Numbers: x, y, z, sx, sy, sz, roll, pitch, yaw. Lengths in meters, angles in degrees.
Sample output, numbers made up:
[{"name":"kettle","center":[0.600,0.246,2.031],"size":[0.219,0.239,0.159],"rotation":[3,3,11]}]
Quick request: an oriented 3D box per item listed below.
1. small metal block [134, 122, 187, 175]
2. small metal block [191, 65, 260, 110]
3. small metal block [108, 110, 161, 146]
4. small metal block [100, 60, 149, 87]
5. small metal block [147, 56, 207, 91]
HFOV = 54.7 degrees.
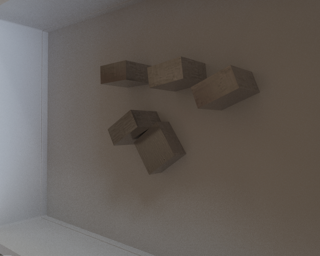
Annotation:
[{"name":"small metal block","center":[-0.001,0.026,0.408],"size":[0.050,0.025,0.050],"rotation":[-41,65,32]},{"name":"small metal block","center":[0.070,-0.041,0.332],"size":[0.050,0.050,0.025],"rotation":[-27,73,37]},{"name":"small metal block","center":[-0.033,0.000,0.418],"size":[0.050,0.050,0.025],"rotation":[-37,67,34]},{"name":"small metal block","center":[-0.046,-0.073,0.429],"size":[0.050,0.050,0.025],"rotation":[-2,89,40]},{"name":"small metal block","center":[0.021,-0.063,0.373],"size":[0.050,0.050,0.025],"rotation":[-9,84,39]}]
